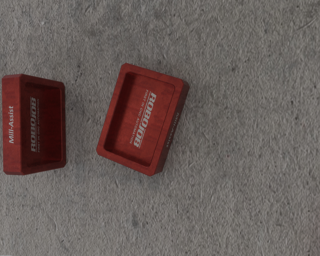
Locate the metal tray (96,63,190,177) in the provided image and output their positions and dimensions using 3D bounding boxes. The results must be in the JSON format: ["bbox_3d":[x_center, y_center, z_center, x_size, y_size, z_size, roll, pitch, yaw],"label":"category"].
[{"bbox_3d":[-0.024,-0.012,0.414,0.090,0.030,0.129,20,97,18],"label":"metal tray"}]

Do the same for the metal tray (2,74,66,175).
[{"bbox_3d":[-0.173,-0.004,0.435,0.030,0.090,0.129,-1,90,20],"label":"metal tray"}]
